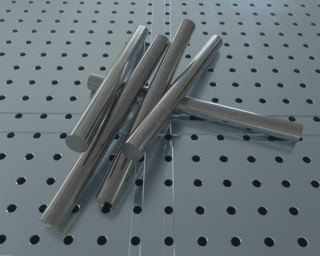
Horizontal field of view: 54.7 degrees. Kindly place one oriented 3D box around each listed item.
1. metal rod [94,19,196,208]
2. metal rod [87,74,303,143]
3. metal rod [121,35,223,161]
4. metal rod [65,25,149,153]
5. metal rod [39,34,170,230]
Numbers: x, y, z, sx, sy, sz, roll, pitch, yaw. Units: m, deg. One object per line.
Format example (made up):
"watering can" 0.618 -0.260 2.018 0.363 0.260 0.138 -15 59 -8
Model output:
"metal rod" -0.009 -0.039 0.410 0.025 0.025 0.300 16 61 13
"metal rod" 0.040 -0.031 0.434 0.301 0.025 0.025 15 52 12
"metal rod" 0.033 -0.062 0.429 0.025 0.025 0.301 20 43 16
"metal rod" -0.060 -0.077 0.438 0.025 0.025 0.301 8 40 7
"metal rod" -0.056 -0.016 0.396 0.025 0.025 0.300 18 59 14
